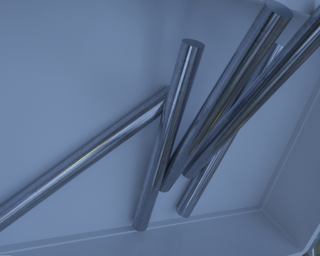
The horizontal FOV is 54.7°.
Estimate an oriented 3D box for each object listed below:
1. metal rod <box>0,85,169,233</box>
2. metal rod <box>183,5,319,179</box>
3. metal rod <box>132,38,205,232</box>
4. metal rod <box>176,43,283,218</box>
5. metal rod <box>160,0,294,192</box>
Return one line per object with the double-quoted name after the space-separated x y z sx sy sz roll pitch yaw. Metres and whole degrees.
-0.102 0.045 0.380 0.301 0.025 0.025 -36 129 -4 "metal rod"
0.098 -0.020 0.368 0.025 0.025 0.298 -1 145 -28 "metal rod"
0.002 0.032 0.405 0.025 0.025 0.298 -4 127 -27 "metal rod"
0.100 0.013 0.471 0.025 0.025 0.298 14 111 -34 "metal rod"
0.050 -0.005 0.357 0.025 0.025 0.298 -5 145 -26 "metal rod"
